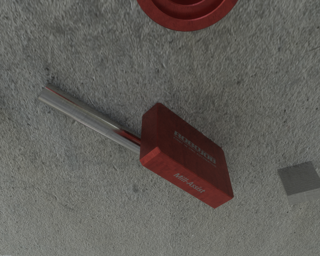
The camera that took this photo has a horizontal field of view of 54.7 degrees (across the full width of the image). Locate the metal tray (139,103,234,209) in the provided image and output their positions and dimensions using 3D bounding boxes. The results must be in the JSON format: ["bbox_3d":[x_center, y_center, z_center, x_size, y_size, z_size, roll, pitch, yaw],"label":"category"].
[{"bbox_3d":[0.035,0.035,0.394,0.130,0.090,0.030,35,122,-26],"label":"metal tray"}]

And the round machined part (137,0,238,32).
[{"bbox_3d":[0.024,-0.141,0.276,0.099,0.042,0.097,-1,130,0],"label":"round machined part"}]

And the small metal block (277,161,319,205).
[{"bbox_3d":[0.211,0.082,0.464,0.050,0.050,0.025,-18,128,14],"label":"small metal block"}]

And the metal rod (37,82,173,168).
[{"bbox_3d":[-0.022,0.027,0.429,0.301,0.025,0.025,31,123,-25],"label":"metal rod"}]
